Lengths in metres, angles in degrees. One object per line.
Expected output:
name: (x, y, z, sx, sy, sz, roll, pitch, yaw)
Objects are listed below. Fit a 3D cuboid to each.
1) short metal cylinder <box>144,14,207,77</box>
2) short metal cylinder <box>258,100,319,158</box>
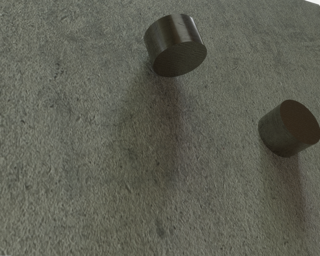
short metal cylinder: (0.022, -0.118, 0.453, 0.081, 0.080, 0.050, -3, 64, -30)
short metal cylinder: (0.207, 0.001, 0.498, 0.081, 0.050, 0.080, 14, 56, -21)
